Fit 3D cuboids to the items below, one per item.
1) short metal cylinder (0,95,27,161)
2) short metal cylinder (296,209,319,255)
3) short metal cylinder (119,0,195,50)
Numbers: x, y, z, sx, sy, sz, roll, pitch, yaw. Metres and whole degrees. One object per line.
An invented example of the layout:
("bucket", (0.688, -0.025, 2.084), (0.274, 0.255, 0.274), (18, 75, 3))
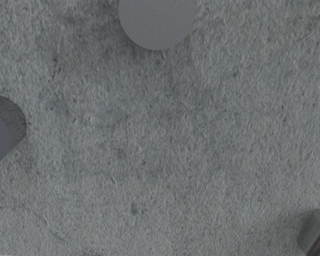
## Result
("short metal cylinder", (-0.220, 0.001, 0.394), (0.081, 0.050, 0.079), (0, 110, -1))
("short metal cylinder", (0.247, 0.163, 0.444), (0.080, 0.080, 0.050), (20, 109, -8))
("short metal cylinder", (-0.003, -0.131, 0.348), (0.081, 0.050, 0.079), (0, 110, -1))
